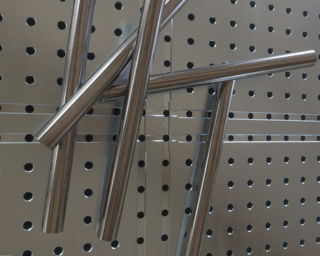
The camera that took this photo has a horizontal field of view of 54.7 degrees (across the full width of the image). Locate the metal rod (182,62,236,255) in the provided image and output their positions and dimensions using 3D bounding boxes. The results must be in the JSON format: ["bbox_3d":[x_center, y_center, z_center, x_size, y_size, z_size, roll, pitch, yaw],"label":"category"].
[{"bbox_3d":[0.070,0.054,0.440,0.025,0.025,0.298,14,85,-20],"label":"metal rod"}]

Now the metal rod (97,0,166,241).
[{"bbox_3d":[-0.036,-0.009,0.374,0.025,0.025,0.298,10,96,-20],"label":"metal rod"}]

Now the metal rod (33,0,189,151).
[{"bbox_3d":[-0.039,-0.095,0.382,0.025,0.025,0.301,43,70,-15],"label":"metal rod"}]

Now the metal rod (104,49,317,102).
[{"bbox_3d":[0.074,-0.073,0.418,0.302,0.025,0.025,-11,94,-12],"label":"metal rod"}]

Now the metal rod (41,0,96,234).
[{"bbox_3d":[-0.108,-0.027,0.372,0.025,0.025,0.298,8,87,-20],"label":"metal rod"}]
